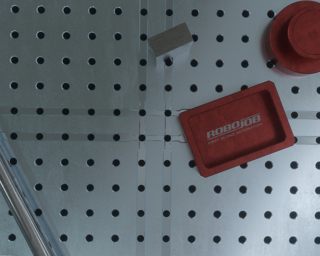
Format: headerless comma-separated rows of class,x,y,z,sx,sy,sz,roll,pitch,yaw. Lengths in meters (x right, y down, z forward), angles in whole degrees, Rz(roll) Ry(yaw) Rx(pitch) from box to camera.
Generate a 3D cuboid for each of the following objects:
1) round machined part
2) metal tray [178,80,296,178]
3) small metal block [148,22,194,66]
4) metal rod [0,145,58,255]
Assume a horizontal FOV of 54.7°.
round machined part,0.194,-0.120,0.407,0.099,0.042,0.097,0,90,-1
metal tray,0.099,0.001,0.412,0.131,0.030,0.090,-20,90,-1
small metal block,0.013,-0.107,0.401,0.050,0.050,0.025,-25,90,0
metal rod,-0.201,0.073,0.410,0.025,0.025,0.299,-27,90,0
